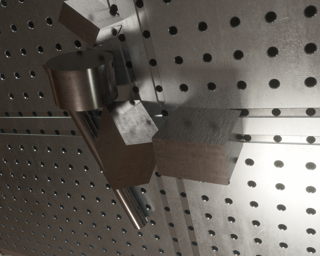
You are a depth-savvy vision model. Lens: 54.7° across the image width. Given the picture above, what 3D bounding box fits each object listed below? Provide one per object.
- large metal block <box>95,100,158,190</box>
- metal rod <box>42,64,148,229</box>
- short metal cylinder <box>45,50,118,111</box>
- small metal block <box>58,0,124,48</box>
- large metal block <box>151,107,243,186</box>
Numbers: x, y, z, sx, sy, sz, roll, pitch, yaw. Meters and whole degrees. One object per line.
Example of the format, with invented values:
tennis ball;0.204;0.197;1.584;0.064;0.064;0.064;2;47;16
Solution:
large metal block;-0.043;0.021;0.404;0.080;0.050;0.079;57;141;39
metal rod;-0.093;0.035;0.479;0.025;0.025;0.299;-13;112;33
short metal cylinder;-0.095;-0.061;0.386;0.080;0.080;0.050;10;123;22
small metal block;-0.079;-0.125;0.358;0.050;0.050;0.025;38;129;2
large metal block;0.047;0.016;0.360;0.080;0.080;0.050;5;121;25
